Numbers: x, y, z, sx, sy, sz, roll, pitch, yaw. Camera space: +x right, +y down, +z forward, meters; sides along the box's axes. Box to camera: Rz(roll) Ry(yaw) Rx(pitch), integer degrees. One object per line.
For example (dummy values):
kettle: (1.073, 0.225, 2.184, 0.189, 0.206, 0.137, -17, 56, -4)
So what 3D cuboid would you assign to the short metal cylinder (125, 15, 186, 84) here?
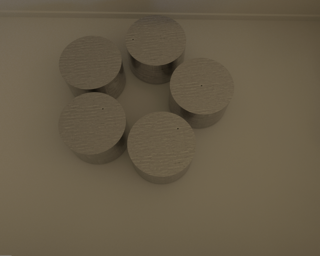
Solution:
short metal cylinder: (-0.005, -0.109, 0.434, 0.081, 0.050, 0.080, 0, 70, 0)

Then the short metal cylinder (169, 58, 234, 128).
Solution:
short metal cylinder: (0.053, -0.045, 0.411, 0.081, 0.050, 0.080, 0, 70, 0)

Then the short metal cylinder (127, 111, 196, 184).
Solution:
short metal cylinder: (0.002, 0.026, 0.385, 0.081, 0.050, 0.080, 0, 70, 0)

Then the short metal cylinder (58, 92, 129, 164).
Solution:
short metal cylinder: (-0.081, 0.001, 0.393, 0.081, 0.050, 0.080, 0, 70, 0)

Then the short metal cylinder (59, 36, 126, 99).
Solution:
short metal cylinder: (-0.089, -0.077, 0.422, 0.081, 0.050, 0.080, 0, 70, 0)
